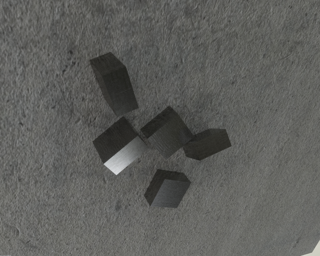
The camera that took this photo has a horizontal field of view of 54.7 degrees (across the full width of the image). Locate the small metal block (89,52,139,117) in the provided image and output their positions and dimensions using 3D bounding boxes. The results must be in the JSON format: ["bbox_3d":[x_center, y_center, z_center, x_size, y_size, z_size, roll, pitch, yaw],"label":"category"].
[{"bbox_3d":[-0.050,-0.048,0.334,0.025,0.050,0.050,-25,128,-13],"label":"small metal block"}]

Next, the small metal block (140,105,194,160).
[{"bbox_3d":[0.010,0.007,0.417,0.050,0.025,0.050,-40,129,-1],"label":"small metal block"}]

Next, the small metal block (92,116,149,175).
[{"bbox_3d":[-0.049,0.020,0.376,0.050,0.050,0.025,-40,129,-1],"label":"small metal block"}]

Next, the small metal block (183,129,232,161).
[{"bbox_3d":[0.063,0.022,0.435,0.050,0.050,0.025,-23,97,-15],"label":"small metal block"}]

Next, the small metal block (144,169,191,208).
[{"bbox_3d":[0.011,0.093,0.470,0.050,0.025,0.050,14,111,-34],"label":"small metal block"}]
